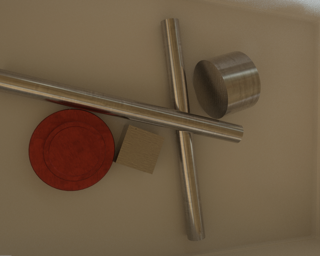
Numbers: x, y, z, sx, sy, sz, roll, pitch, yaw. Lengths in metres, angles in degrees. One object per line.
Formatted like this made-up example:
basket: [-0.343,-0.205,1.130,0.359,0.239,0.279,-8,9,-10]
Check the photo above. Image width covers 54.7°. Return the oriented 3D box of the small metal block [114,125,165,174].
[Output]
small metal block: [-0.028,0.027,0.401,0.050,0.025,0.050,21,83,-19]

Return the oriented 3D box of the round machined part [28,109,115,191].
round machined part: [-0.101,0.026,0.365,0.099,0.042,0.097,0,90,-21]

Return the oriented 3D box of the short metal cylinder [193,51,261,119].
short metal cylinder: [0.087,-0.058,0.415,0.050,0.080,0.080,-19,97,-19]

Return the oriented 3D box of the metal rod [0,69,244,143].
metal rod: [-0.038,-0.023,0.379,0.302,0.025,0.025,12,86,-13]

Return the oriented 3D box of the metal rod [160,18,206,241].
metal rod: [0.032,0.004,0.423,0.025,0.025,0.298,-8,93,-20]
